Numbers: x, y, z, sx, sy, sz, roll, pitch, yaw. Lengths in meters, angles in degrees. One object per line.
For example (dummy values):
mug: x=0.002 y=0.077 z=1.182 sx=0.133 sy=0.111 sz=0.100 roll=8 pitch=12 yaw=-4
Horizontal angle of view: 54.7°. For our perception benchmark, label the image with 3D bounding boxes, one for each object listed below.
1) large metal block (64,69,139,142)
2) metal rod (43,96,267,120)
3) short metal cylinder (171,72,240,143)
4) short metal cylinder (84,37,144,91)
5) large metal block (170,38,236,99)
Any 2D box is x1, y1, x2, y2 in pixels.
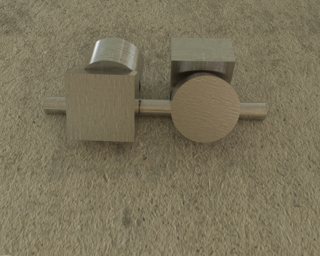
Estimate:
large metal block: x=-0.069 y=-0.030 z=0.385 sx=0.080 sy=0.079 sz=0.050 roll=2 pitch=16 yaw=1
metal rod: x=-0.007 y=-0.028 z=0.430 sx=0.302 sy=0.025 sz=0.025 roll=2 pitch=50 yaw=1
short metal cylinder: x=0.054 y=-0.027 z=0.385 sx=0.080 sy=0.079 sz=0.050 roll=1 pitch=15 yaw=1
short metal cylinder: x=-0.065 y=-0.078 z=0.434 sx=0.080 sy=0.080 sz=0.050 roll=3 pitch=50 yaw=2
large metal block: x=0.055 y=-0.077 z=0.434 sx=0.080 sy=0.080 sz=0.050 roll=1 pitch=50 yaw=1
